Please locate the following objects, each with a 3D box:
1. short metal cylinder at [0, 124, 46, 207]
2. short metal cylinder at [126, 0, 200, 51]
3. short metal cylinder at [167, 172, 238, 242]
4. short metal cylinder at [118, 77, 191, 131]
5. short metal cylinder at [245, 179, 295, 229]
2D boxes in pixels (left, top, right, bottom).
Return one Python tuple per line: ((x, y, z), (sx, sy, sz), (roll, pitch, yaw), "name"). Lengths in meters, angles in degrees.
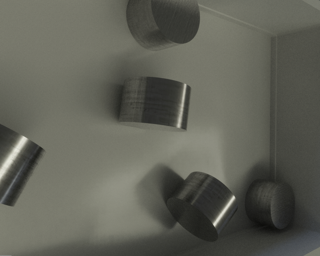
((-0.143, 0.024, 0.251), (0.080, 0.080, 0.050), (37, 67, -34), "short metal cylinder")
((0.005, -0.143, 0.394), (0.081, 0.050, 0.080), (0, 91, -40), "short metal cylinder")
((0.057, 0.106, 0.418), (0.050, 0.080, 0.080), (-44, 117, -31), "short metal cylinder")
((-0.006, -0.026, 0.366), (0.081, 0.080, 0.050), (11, 83, -40), "short metal cylinder")
((0.198, 0.135, 0.556), (0.081, 0.050, 0.080), (0, 90, -40), "short metal cylinder")
